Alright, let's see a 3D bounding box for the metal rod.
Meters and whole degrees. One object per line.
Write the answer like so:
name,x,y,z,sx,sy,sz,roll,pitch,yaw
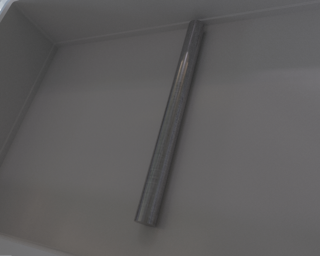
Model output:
metal rod,0.019,-0.024,0.410,0.025,0.025,0.300,1,62,29
